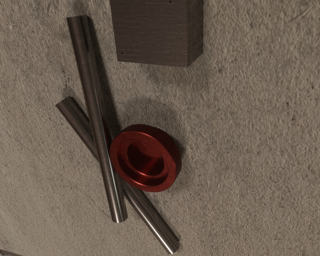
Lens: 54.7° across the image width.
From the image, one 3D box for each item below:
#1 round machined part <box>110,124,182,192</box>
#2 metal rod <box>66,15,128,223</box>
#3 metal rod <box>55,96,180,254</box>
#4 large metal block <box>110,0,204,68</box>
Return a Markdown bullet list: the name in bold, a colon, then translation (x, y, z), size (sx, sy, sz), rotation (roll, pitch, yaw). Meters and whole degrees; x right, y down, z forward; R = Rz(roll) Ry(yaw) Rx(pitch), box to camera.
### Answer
- **round machined part**: translation (-0.016, 0.037, 0.425), size (0.098, 0.042, 0.097), rotation (13, 124, 20)
- **metal rod**: translation (-0.082, 0.002, 0.429), size (0.025, 0.025, 0.298), rotation (3, 114, 26)
- **metal rod**: translation (-0.060, 0.080, 0.486), size (0.025, 0.025, 0.299), rotation (-26, 105, 36)
- **large metal block**: translation (-0.001, -0.112, 0.321), size (0.080, 0.050, 0.079), rotation (10, 123, 22)
